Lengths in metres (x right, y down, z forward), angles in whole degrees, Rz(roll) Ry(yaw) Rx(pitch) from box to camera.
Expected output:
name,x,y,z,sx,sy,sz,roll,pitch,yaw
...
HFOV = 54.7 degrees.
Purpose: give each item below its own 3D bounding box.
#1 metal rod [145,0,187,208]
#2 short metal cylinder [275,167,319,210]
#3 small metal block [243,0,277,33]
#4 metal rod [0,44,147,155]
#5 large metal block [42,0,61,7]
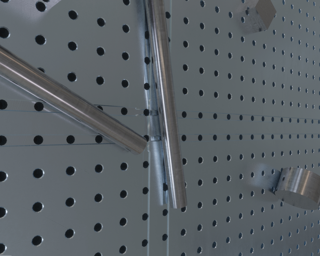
name,x,y,z,sx,sy,sz,roll,pitch,yaw
metal rod,0.008,-0.040,0.415,0.025,0.025,0.298,-12,98,-40
short metal cylinder,0.272,0.118,0.603,0.080,0.080,0.050,42,65,-32
small metal block,0.181,-0.211,0.561,0.050,0.025,0.050,45,63,-31
metal rod,-0.127,-0.048,0.302,0.301,0.025,0.025,35,69,-35
large metal block,-0.116,-0.180,0.295,0.080,0.050,0.080,27,73,-37
